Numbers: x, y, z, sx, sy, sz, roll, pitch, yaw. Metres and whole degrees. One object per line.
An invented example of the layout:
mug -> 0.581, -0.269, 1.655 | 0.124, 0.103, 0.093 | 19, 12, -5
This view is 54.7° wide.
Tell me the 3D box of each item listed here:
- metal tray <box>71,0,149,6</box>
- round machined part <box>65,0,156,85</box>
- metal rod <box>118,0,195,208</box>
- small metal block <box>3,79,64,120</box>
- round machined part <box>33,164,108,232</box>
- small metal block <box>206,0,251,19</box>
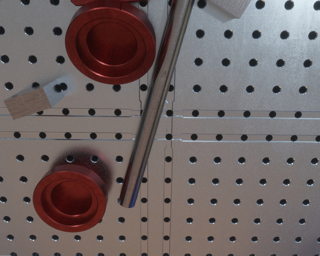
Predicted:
metal tray -> -0.058, -0.204, 0.335 | 0.091, 0.030, 0.129 | -4, 110, 1
round machined part -> -0.054, -0.100, 0.353 | 0.099, 0.042, 0.097 | 0, 137, 0
metal rod -> -0.009, -0.026, 0.403 | 0.025, 0.025, 0.298 | 15, 109, -6
small metal block -> -0.154, -0.036, 0.385 | 0.050, 0.050, 0.025 | -17, 109, 6
round machined part -> -0.122, 0.094, 0.438 | 0.099, 0.042, 0.097 | 0, 110, 0
small metal block -> 0.082, -0.161, 0.355 | 0.050, 0.025, 0.050 | 28, 108, -10
